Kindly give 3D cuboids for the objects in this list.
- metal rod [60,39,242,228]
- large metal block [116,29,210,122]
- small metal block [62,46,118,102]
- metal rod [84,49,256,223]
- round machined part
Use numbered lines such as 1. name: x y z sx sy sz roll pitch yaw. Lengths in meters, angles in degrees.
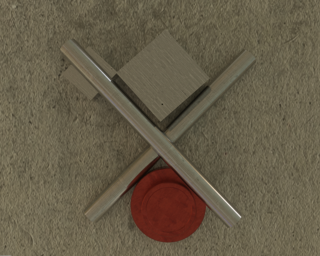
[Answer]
1. metal rod: -0.011 0.007 0.385 0.025 0.025 0.300 -44 91 0
2. large metal block: 0.004 -0.064 0.400 0.080 0.050 0.080 -42 91 0
3. small metal block: -0.090 -0.071 0.411 0.050 0.025 0.050 43 90 -1
4. metal rod: 0.014 0.010 0.413 0.025 0.025 0.300 45 89 -1
5. round machined part: 0.011 0.101 0.402 0.099 0.042 0.097 0 90 -1
